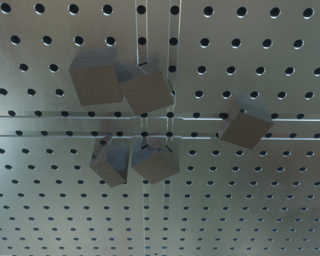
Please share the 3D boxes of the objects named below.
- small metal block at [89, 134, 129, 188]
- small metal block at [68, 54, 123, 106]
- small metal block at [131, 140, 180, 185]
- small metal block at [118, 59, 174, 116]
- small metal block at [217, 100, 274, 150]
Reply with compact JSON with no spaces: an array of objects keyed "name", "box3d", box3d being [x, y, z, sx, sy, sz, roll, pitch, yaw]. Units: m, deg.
[{"name":"small metal block","box3d":[-0.069,0.046,0.434,0.025,0.050,0.050,-23,127,18]},{"name":"small metal block","box3d":[-0.072,-0.055,0.364,0.050,0.025,0.050,-5,130,4]},{"name":"small metal block","box3d":[-0.006,0.052,0.455,0.050,0.025,0.050,-29,125,22]},{"name":"small metal block","box3d":[-0.015,-0.047,0.371,0.050,0.025,0.050,-16,129,13]},{"name":"small metal block","box3d":[0.111,-0.003,0.409,0.050,0.025,0.050,18,128,-15]}]
